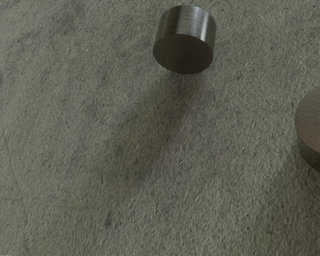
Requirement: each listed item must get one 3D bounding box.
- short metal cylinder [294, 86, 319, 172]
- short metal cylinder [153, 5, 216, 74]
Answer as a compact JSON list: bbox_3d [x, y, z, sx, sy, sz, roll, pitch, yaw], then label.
[{"bbox_3d":[0.174,0.002,0.295,0.080,0.050,0.080,-13,56,21],"label":"short metal cylinder"},{"bbox_3d":[0.034,-0.118,0.423,0.080,0.080,0.050,-3,60,26],"label":"short metal cylinder"}]
